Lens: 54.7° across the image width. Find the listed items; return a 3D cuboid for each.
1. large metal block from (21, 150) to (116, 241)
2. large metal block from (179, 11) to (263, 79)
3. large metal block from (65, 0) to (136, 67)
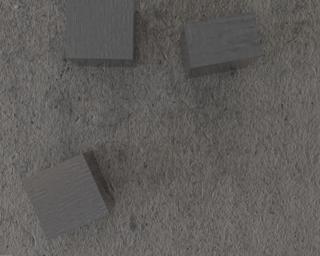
[{"bbox_3d":[-0.114,0.083,0.397,0.080,0.050,0.080,-24,90,0],"label":"large metal block"},{"bbox_3d":[0.070,-0.098,0.383,0.080,0.080,0.050,-10,90,0],"label":"large metal block"},{"bbox_3d":[-0.072,-0.123,0.397,0.081,0.050,0.079,1,90,0],"label":"large metal block"}]
